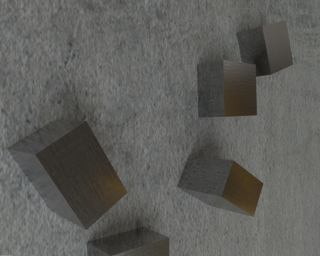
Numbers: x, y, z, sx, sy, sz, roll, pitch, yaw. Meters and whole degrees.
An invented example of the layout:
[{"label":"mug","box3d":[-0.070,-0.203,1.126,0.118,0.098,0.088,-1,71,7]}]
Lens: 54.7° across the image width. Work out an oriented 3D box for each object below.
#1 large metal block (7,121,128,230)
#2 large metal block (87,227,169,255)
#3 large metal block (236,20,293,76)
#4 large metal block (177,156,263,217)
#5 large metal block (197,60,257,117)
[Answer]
[{"label":"large metal block","box3d":[-0.089,0.041,0.296,0.050,0.080,0.080,-40,115,-33]},{"label":"large metal block","box3d":[-0.036,0.170,0.361,0.081,0.050,0.079,-1,91,-40]},{"label":"large metal block","box3d":[0.187,-0.140,0.548,0.081,0.050,0.080,-25,106,-37]},{"label":"large metal block","box3d":[0.086,0.082,0.444,0.080,0.080,0.050,36,68,-35]},{"label":"large metal block","box3d":[0.104,-0.058,0.479,0.081,0.050,0.079,-4,93,-40]}]
